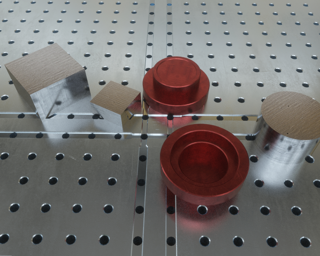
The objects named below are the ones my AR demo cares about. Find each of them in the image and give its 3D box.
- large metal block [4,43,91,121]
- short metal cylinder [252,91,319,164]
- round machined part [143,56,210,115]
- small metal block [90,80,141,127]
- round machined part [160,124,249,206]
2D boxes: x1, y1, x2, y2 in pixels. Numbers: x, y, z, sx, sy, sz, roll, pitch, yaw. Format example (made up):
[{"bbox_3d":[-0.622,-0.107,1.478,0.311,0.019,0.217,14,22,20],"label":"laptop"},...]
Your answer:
[{"bbox_3d":[-0.161,-0.069,0.449,0.080,0.050,0.080,-33,58,-25],"label":"large metal block"},{"bbox_3d":[0.163,-0.001,0.393,0.080,0.050,0.080,0,50,0],"label":"short metal cylinder"},{"bbox_3d":[0.024,-0.068,0.454,0.099,0.042,0.098,0,50,0],"label":"round machined part"},{"bbox_3d":[-0.061,-0.035,0.437,0.050,0.025,0.050,23,54,18],"label":"small metal block"},{"bbox_3d":[0.049,0.045,0.359,0.099,0.042,0.098,0,50,0],"label":"round machined part"}]
